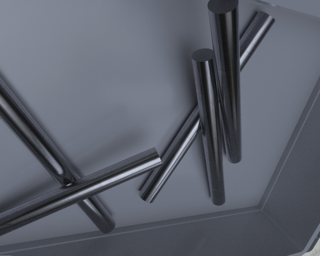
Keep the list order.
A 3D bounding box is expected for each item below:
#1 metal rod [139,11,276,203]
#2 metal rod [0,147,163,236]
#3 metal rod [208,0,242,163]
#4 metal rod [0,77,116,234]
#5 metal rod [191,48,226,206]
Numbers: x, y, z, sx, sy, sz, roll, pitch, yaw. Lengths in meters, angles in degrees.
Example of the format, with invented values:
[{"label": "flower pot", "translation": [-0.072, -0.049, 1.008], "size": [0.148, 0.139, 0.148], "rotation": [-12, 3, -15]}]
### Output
[{"label": "metal rod", "translation": [0.058, -0.020, 0.427], "size": [0.025, 0.025, 0.299], "rotation": [23, 106, -37]}, {"label": "metal rod", "translation": [-0.140, 0.093, 0.362], "size": [0.302, 0.025, 0.025], "rotation": [-23, 128, -4]}, {"label": "metal rod", "translation": [0.087, -0.028, 0.380], "size": [0.025, 0.025, 0.299], "rotation": [-34, 147, -6]}, {"label": "metal rod", "translation": [-0.126, 0.037, 0.362], "size": [0.025, 0.025, 0.299], "rotation": [-31, 129, -8]}, {"label": "metal rod", "translation": [0.074, 0.023, 0.436], "size": [0.025, 0.025, 0.299], "rotation": [-27, 136, -11]}]
